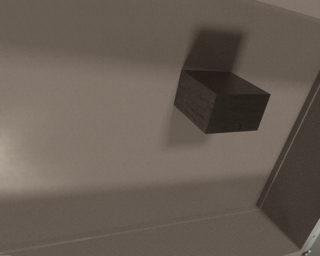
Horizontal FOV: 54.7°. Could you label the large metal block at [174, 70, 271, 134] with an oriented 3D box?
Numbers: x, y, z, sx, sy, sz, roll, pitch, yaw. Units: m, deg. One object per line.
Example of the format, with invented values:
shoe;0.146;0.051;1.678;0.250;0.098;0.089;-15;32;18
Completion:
large metal block;0.076;-0.036;0.394;0.081;0.080;0.050;-3;120;-27
